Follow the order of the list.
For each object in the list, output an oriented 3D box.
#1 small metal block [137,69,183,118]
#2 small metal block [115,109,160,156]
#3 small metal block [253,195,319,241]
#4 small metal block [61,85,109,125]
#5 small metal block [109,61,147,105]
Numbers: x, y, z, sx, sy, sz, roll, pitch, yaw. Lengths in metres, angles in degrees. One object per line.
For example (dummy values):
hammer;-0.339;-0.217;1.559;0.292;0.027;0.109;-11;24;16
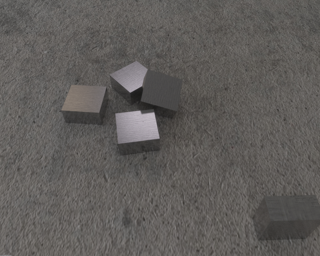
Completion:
small metal block;0.000;-0.047;0.425;0.050;0.025;0.050;15;66;-10
small metal block;-0.029;0.005;0.399;0.050;0.025;0.050;-7;50;-6
small metal block;0.126;0.091;0.311;0.050;0.050;0.025;-1;50;-1
small metal block;-0.102;-0.033;0.430;0.050;0.025;0.050;4;50;3
small metal block;-0.038;-0.068;0.460;0.050;0.025;0.050;-33;58;-25
